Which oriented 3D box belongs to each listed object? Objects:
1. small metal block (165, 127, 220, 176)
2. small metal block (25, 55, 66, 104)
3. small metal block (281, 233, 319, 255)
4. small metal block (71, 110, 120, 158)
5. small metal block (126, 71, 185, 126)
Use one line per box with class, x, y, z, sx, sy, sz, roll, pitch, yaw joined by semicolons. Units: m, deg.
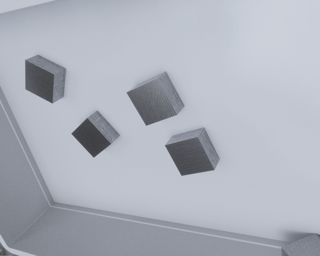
small metal block;0.043;0.032;0.406;0.050;0.025;0.050;-17;110;34
small metal block;-0.168;-0.071;0.453;0.050;0.025;0.050;27;128;11
small metal block;0.188;0.165;0.382;0.050;0.050;0.025;-18;115;-9
small metal block;-0.097;0.010;0.466;0.050;0.025;0.050;49;129;-6
small metal block;-0.005;-0.036;0.389;0.050;0.025;0.050;-19;109;35
